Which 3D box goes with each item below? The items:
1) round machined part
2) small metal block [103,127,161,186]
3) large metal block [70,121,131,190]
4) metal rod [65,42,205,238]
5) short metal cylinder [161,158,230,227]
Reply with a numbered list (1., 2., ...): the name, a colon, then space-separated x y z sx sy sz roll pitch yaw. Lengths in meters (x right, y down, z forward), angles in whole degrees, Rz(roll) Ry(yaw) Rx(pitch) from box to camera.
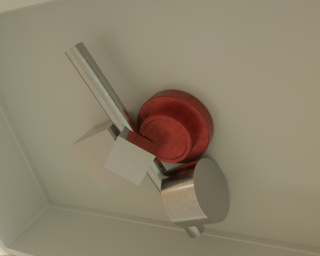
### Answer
1. round machined part: 0.014 0.005 0.389 0.098 0.042 0.097 13 124 20
2. small metal block: -0.035 0.035 0.383 0.050 0.025 0.050 29 117 1
3. large metal block: -0.065 0.034 0.441 0.080 0.050 0.080 -22 107 36
4. metal rod: -0.026 0.026 0.408 0.025 0.025 0.299 -23 107 36
5. short metal cylinder: 0.046 0.083 0.397 0.050 0.080 0.080 -22 107 36
